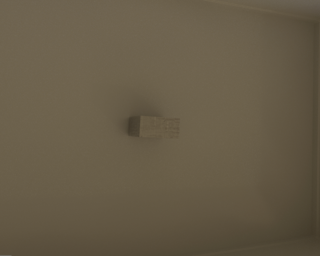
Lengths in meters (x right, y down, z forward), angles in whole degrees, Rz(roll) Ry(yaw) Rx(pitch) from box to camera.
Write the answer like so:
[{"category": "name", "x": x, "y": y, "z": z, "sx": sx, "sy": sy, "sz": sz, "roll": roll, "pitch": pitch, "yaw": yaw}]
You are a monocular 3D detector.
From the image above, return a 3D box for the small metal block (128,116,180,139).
[{"category": "small metal block", "x": -0.008, "y": -0.001, "z": 0.391, "sx": 0.050, "sy": 0.050, "sz": 0.025, "roll": 3, "pitch": 89, "yaw": -20}]
